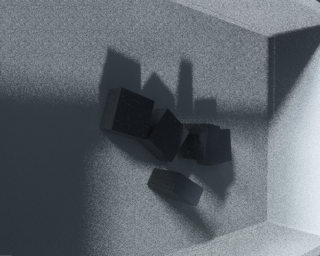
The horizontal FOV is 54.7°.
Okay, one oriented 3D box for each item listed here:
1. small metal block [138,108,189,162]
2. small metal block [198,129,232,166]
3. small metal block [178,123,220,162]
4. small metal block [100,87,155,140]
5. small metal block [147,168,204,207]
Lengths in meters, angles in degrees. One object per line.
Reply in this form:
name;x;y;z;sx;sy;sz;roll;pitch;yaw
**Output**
small metal block;0.005;0.009;0.409;0.050;0.025;0.050;46;62;-30
small metal block;0.084;0.028;0.477;0.050;0.025;0.050;-7;95;-40
small metal block;0.055;0.020;0.436;0.025;0.050;0.050;13;82;-40
small metal block;-0.038;-0.016;0.373;0.050;0.025;0.050;20;78;-39
small metal block;0.020;0.077;0.406;0.050;0.050;0.025;38;68;-35
